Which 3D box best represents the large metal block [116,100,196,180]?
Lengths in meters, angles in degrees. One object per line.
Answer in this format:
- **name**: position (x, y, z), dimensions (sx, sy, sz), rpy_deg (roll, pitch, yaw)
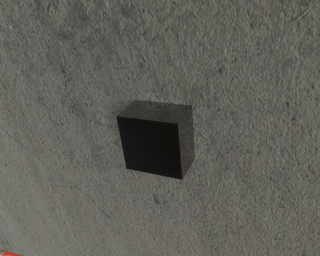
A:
- **large metal block**: position (-0.002, 0.013, 0.400), dimensions (0.080, 0.050, 0.079), rpy_deg (8, 122, 24)
